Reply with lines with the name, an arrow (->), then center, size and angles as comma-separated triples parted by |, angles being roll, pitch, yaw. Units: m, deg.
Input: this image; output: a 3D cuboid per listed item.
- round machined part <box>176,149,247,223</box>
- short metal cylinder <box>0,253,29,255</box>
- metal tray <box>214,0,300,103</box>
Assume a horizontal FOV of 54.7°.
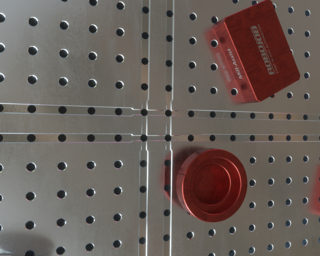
round machined part -> 0.067, 0.076, 0.428 | 0.099, 0.042, 0.097 | 0, 90, -20
short metal cylinder -> -0.158, 0.173, 0.325 | 0.081, 0.080, 0.050 | 18, 84, -19
metal tray -> 0.147, -0.113, 0.464 | 0.091, 0.030, 0.129 | -29, 100, -18
